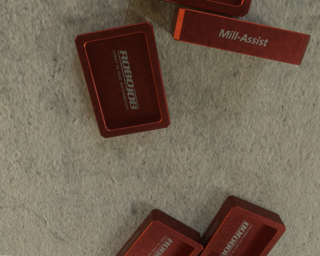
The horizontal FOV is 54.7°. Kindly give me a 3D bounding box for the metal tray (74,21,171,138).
[{"bbox_3d":[-0.042,-0.058,0.385,0.091,0.030,0.129,-10,110,3],"label":"metal tray"}]

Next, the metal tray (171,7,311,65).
[{"bbox_3d":[0.080,-0.102,0.338,0.131,0.090,0.030,10,110,-4],"label":"metal tray"}]

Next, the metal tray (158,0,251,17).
[{"bbox_3d":[0.042,-0.181,0.340,0.131,0.030,0.089,10,110,-5],"label":"metal tray"}]

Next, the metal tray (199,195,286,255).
[{"bbox_3d":[0.116,0.175,0.473,0.090,0.030,0.129,24,108,-9],"label":"metal tray"}]

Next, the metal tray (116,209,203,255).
[{"bbox_3d":[-0.008,0.198,0.479,0.090,0.030,0.129,33,107,-12],"label":"metal tray"}]
